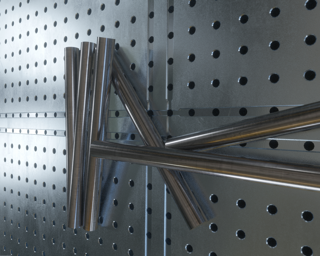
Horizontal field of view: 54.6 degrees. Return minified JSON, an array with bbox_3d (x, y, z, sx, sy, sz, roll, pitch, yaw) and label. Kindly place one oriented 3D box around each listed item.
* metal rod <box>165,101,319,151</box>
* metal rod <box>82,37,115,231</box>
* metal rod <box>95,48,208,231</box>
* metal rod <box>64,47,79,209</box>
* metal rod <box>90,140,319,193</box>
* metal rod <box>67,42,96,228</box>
[{"bbox_3d":[0.127,-0.006,0.304,0.299,0.025,0.025,-16,80,39],"label":"metal rod"},{"bbox_3d":[-0.094,0.018,0.468,0.025,0.025,0.298,20,109,38],"label":"metal rod"},{"bbox_3d":[-0.022,-0.004,0.428,0.025,0.025,0.299,-44,64,31],"label":"metal rod"},{"bbox_3d":[-0.149,0.012,0.534,0.025,0.025,0.298,-2,89,40],"label":"metal rod"},{"bbox_3d":[0.037,0.039,0.355,0.300,0.025,0.025,4,93,32],"label":"metal rod"},{"bbox_3d":[-0.128,0.011,0.506,0.025,0.025,0.298,4,90,40],"label":"metal rod"}]
